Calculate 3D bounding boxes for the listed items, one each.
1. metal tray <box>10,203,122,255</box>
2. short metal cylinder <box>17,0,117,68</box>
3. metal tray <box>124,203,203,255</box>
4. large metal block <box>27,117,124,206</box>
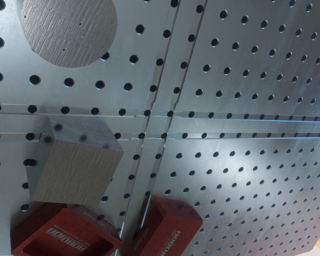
[{"bbox_3d":[-0.127,0.158,0.436,0.090,0.030,0.130,-40,130,-1],"label":"metal tray"},{"bbox_3d":[-0.086,-0.102,0.285,0.081,0.050,0.079,-14,124,-21],"label":"short metal cylinder"},{"bbox_3d":[0.004,0.193,0.530,0.091,0.030,0.129,20,108,-36],"label":"metal tray"},{"bbox_3d":[-0.101,0.041,0.365,0.081,0.050,0.080,15,111,-34],"label":"large metal block"}]
